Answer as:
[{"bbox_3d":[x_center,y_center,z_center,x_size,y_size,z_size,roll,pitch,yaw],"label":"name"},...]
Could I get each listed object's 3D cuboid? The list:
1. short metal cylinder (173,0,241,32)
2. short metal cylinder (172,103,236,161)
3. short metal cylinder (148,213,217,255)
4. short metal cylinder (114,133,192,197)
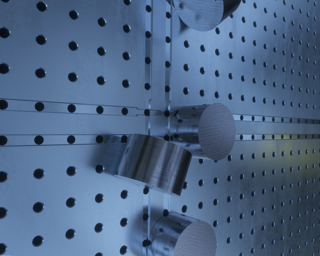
[{"bbox_3d":[0.065,-0.182,0.427,0.050,0.080,0.080,-45,117,-31],"label":"short metal cylinder"},{"bbox_3d":[0.064,0.005,0.446,0.081,0.050,0.079,0,90,-40],"label":"short metal cylinder"},{"bbox_3d":[0.031,0.160,0.418,0.081,0.050,0.079,-1,91,-40],"label":"short metal cylinder"},{"bbox_3d":[-0.007,0.045,0.367,0.080,0.080,0.050,29,72,-36],"label":"short metal cylinder"}]
